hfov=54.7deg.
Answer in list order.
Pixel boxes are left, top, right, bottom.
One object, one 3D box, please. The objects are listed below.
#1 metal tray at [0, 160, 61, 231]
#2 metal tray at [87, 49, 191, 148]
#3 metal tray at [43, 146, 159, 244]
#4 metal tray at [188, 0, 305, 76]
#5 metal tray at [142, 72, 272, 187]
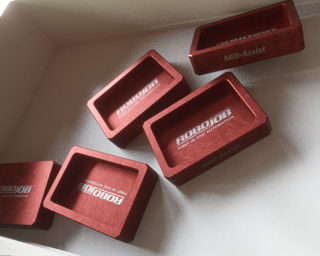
[{"bbox_3d":[-0.205,0.097,0.448,0.130,0.030,0.090,-6,59,24],"label":"metal tray"},{"bbox_3d":[-0.033,-0.044,0.445,0.130,0.030,0.090,-40,51,0],"label":"metal tray"},{"bbox_3d":[-0.077,0.079,0.392,0.130,0.030,0.090,10,67,32],"label":"metal tray"},{"bbox_3d":[0.108,-0.116,0.397,0.130,0.030,0.090,-10,37,22],"label":"metal tray"},{"bbox_3d":[0.052,0.000,0.374,0.130,0.030,0.090,-31,52,7],"label":"metal tray"}]
